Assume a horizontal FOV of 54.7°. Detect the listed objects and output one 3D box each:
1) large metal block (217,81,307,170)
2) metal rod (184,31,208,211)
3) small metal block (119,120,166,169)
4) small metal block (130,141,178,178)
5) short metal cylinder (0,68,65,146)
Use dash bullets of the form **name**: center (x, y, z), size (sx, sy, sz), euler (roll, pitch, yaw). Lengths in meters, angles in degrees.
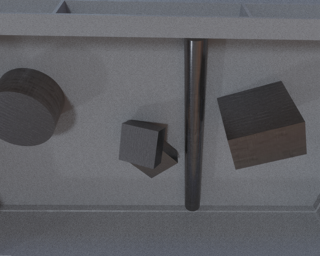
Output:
- **large metal block**: center (0.119, -0.004, 0.371), size (0.080, 0.080, 0.050), euler (-15, 129, 11)
- **metal rod**: center (0.046, 0.016, 0.423), size (0.025, 0.025, 0.298), euler (-3, 130, 2)
- **small metal block**: center (-0.023, 0.020, 0.403), size (0.050, 0.025, 0.050), euler (13, 106, 19)
- **small metal block**: center (-0.010, 0.040, 0.443), size (0.050, 0.025, 0.050), euler (-34, 123, 25)
- **short metal cylinder**: center (-0.161, -0.024, 0.370), size (0.081, 0.050, 0.079), euler (0, 130, 0)
